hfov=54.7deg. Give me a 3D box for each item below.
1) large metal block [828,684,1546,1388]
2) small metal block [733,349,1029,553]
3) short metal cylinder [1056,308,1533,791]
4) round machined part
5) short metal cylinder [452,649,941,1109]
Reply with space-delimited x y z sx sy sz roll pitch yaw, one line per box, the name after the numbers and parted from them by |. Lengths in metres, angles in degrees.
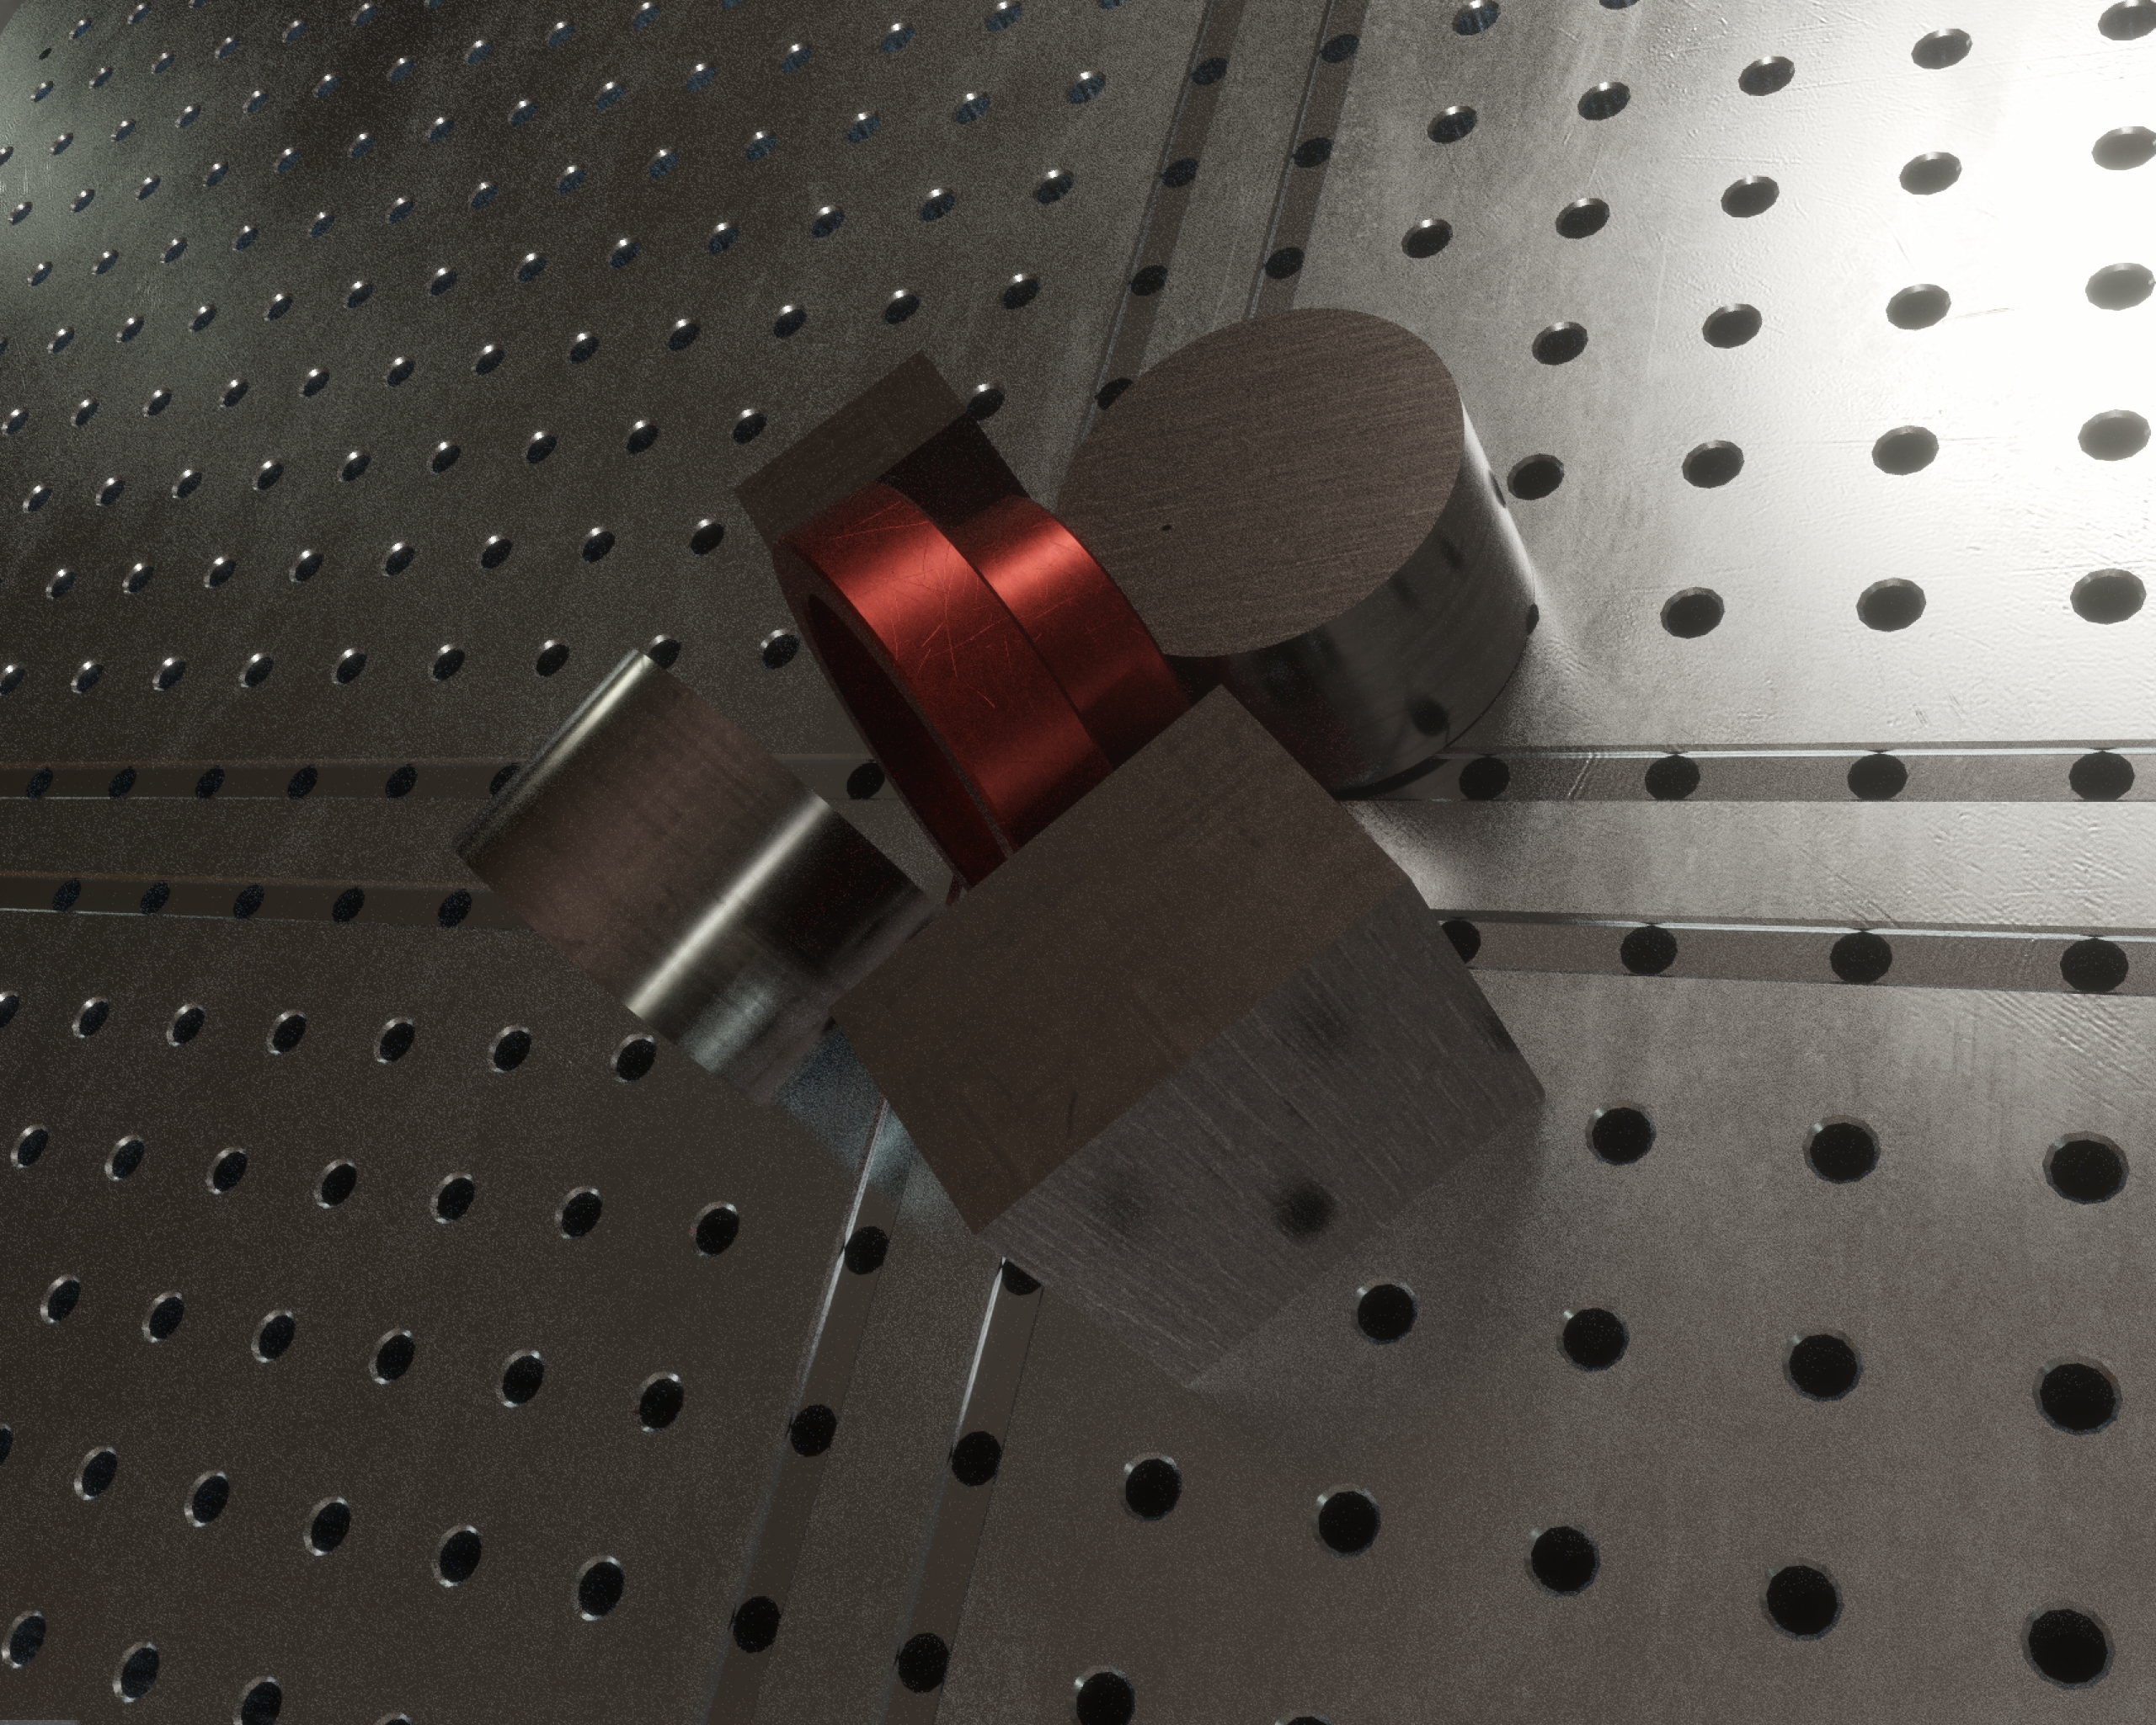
0.021 0.031 0.343 0.080 0.080 0.050 -40 51 1 | large metal block
-0.038 -0.074 0.456 0.050 0.050 0.025 -36 52 4 | small metal block
0.043 -0.060 0.405 0.080 0.050 0.080 -13 56 20 | short metal cylinder
-0.011 -0.028 0.384 0.042 0.098 0.098 -34 51 -10 | round machined part
-0.073 0.003 0.407 0.080 0.080 0.050 35 82 38 | short metal cylinder
